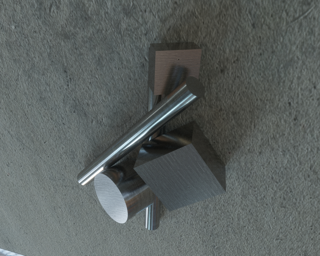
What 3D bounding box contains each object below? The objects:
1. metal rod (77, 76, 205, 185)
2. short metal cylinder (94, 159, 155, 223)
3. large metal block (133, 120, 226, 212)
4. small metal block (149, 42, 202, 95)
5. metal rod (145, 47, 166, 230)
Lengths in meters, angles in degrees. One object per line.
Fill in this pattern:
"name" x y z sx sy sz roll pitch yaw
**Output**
"metal rod" -0.047 0.022 0.424 0.025 0.025 0.299 47 136 -5
"short metal cylinder" -0.054 0.093 0.462 0.080 0.050 0.079 27 129 39
"large metal block" 0.027 0.049 0.389 0.080 0.050 0.080 -26 114 24
"small metal block" 0.016 -0.066 0.343 0.050 0.025 0.050 -6 123 -14
"metal rod" -0.007 0.035 0.433 0.025 0.025 0.298 16 125 19
